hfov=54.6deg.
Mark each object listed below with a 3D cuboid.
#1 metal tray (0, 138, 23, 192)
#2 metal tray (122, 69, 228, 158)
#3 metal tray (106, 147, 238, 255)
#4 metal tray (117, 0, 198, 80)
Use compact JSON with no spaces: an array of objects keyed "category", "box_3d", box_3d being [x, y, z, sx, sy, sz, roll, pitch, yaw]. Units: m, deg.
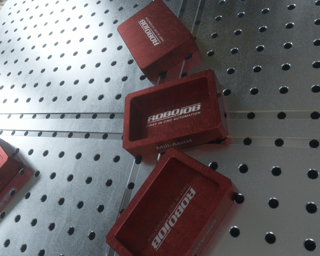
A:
[{"category":"metal tray","box_3d":[-0.298,0.084,0.512,0.090,0.030,0.130,33,80,38]},{"category":"metal tray","box_3d":[0.016,-0.018,0.408,0.130,0.030,0.090,-14,56,20]},{"category":"metal tray","box_3d":[0.012,0.096,0.340,0.090,0.030,0.130,28,77,37]},{"category":"metal tray","box_3d":[-0.008,-0.146,0.500,0.090,0.030,0.130,-33,51,6]}]
